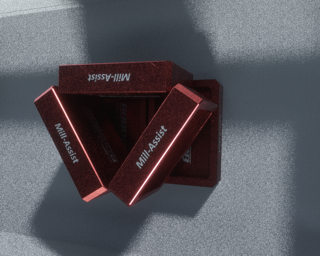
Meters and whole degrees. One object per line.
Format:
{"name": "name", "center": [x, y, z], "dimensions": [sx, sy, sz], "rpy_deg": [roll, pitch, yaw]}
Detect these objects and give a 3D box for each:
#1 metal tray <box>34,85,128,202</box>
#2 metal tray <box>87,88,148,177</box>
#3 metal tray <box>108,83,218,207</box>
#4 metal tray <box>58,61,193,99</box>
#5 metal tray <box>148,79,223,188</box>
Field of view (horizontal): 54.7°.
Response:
{"name": "metal tray", "center": [-0.083, 0.015, 0.371], "dimensions": [0.030, 0.090, 0.130], "rpy_deg": [-33, 80, 18]}
{"name": "metal tray", "center": [-0.055, 0.003, 0.427], "dimensions": [0.090, 0.030, 0.129], "rpy_deg": [1, 89, 20]}
{"name": "metal tray", "center": [0.007, 0.018, 0.339], "dimensions": [0.030, 0.090, 0.129], "rpy_deg": [37, 102, 16]}
{"name": "metal tray", "center": [-0.036, -0.051, 0.354], "dimensions": [0.130, 0.090, 0.030], "rpy_deg": [2, 91, 20]}
{"name": "metal tray", "center": [0.031, 0.006, 0.396], "dimensions": [0.090, 0.030, 0.129], "rpy_deg": [1, 90, 20]}
